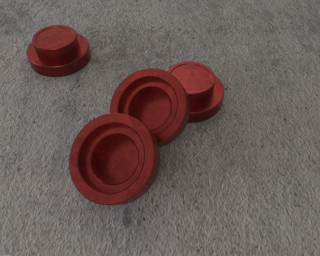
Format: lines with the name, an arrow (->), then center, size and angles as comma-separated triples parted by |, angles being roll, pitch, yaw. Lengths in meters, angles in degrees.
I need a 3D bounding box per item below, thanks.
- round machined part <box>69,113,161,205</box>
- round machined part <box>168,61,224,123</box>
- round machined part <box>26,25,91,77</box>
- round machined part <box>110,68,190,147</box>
round machined part -> -0.046, 0.036, 0.344 | 0.098, 0.042, 0.098 | -4, 75, 15
round machined part -> 0.042, -0.057, 0.440 | 0.099, 0.042, 0.098 | 0, 50, 0
round machined part -> -0.165, -0.130, 0.500 | 0.099, 0.042, 0.098 | 0, 50, 0
round machined part -> -0.009, -0.022, 0.392 | 0.098, 0.042, 0.098 | -4, 77, 17
